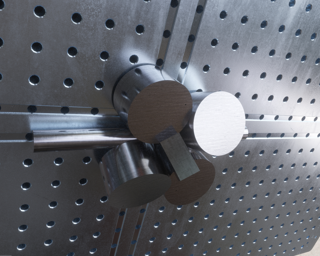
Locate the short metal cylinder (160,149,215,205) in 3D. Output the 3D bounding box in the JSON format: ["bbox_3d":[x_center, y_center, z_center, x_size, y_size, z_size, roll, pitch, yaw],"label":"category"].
[{"bbox_3d":[0.032,0.064,0.447,0.081,0.050,0.079,-14,124,-21],"label":"short metal cylinder"}]

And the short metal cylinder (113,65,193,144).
[{"bbox_3d":[-0.009,-0.028,0.368,0.081,0.050,0.079,-14,124,-21],"label":"short metal cylinder"}]

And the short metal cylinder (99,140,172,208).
[{"bbox_3d":[-0.032,0.060,0.394,0.081,0.050,0.080,-16,144,-11],"label":"short metal cylinder"}]

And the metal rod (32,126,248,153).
[{"bbox_3d":[-0.006,0.011,0.410,0.303,0.025,0.025,-2,119,-28],"label":"metal rod"}]

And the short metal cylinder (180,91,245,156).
[{"bbox_3d":[0.063,-0.008,0.403,0.081,0.050,0.079,-3,97,-28],"label":"short metal cylinder"}]

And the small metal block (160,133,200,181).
[{"bbox_3d":[0.023,0.037,0.380,0.025,0.050,0.050,-27,170,-4],"label":"small metal block"}]
